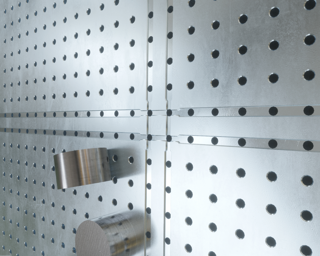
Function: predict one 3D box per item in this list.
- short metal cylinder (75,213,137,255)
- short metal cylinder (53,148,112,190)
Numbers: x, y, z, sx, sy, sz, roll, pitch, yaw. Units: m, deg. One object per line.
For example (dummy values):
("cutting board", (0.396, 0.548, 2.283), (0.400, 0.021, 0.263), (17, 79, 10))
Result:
("short metal cylinder", (-0.081, 0.172, 0.460), (0.080, 0.050, 0.079), (0, 90, 40))
("short metal cylinder", (-0.117, 0.061, 0.470), (0.080, 0.081, 0.050), (-16, 80, 39))
